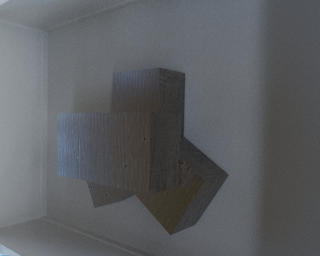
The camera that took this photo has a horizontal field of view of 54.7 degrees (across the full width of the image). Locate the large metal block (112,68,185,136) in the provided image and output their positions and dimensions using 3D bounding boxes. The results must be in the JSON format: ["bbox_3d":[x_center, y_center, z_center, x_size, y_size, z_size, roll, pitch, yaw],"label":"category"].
[{"bbox_3d":[-0.016,-0.031,0.402,0.080,0.050,0.079,2,91,40],"label":"large metal block"}]

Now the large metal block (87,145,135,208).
[{"bbox_3d":[-0.061,0.058,0.439,0.080,0.050,0.080,-32,70,35],"label":"large metal block"}]

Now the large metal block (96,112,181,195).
[{"bbox_3d":[-0.024,0.023,0.342,0.080,0.050,0.080,1,91,40],"label":"large metal block"}]

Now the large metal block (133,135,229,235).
[{"bbox_3d":[0.020,0.064,0.371,0.080,0.050,0.080,42,115,32],"label":"large metal block"}]

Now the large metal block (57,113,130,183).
[{"bbox_3d":[-0.085,0.022,0.394,0.080,0.050,0.080,1,91,40],"label":"large metal block"}]
